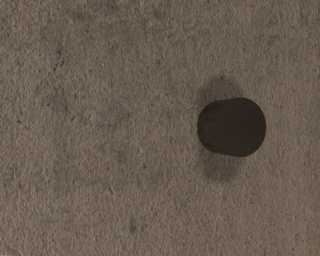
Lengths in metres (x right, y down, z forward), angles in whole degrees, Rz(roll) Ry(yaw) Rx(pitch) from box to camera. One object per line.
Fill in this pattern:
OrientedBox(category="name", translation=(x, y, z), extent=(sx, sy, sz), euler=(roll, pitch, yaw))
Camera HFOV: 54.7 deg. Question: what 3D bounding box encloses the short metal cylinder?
OrientedBox(category="short metal cylinder", translation=(0.099, -0.001, 0.434), extent=(0.081, 0.050, 0.079), euler=(0, 90, -21))
